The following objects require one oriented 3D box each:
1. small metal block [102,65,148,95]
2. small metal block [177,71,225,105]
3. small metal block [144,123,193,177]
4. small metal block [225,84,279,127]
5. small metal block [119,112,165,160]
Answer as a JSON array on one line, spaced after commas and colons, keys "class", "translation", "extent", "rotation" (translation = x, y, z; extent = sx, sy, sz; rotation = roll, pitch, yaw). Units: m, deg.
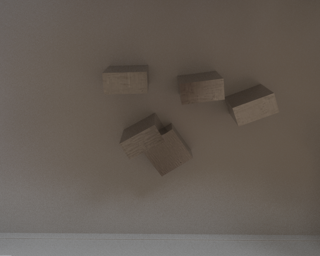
[{"class": "small metal block", "translation": [-0.040, -0.060, 0.376], "extent": [0.050, 0.050, 0.025], "rotation": [-2, 110, 0]}, {"class": "small metal block", "translation": [0.049, -0.050, 0.380], "extent": [0.050, 0.050, 0.025], "rotation": [-7, 110, 2]}, {"class": "small metal block", "translation": [0.009, 0.030, 0.422], "extent": [0.050, 0.025, 0.050], "rotation": [-33, 107, 11]}, {"class": "small metal block", "translation": [0.113, -0.030, 0.388], "extent": [0.050, 0.050, 0.025], "rotation": [-20, 109, 7]}, {"class": "small metal block", "translation": [-0.022, 0.009, 0.401], "extent": [0.050, 0.050, 0.025], "rotation": [-28, 108, 10]}]
